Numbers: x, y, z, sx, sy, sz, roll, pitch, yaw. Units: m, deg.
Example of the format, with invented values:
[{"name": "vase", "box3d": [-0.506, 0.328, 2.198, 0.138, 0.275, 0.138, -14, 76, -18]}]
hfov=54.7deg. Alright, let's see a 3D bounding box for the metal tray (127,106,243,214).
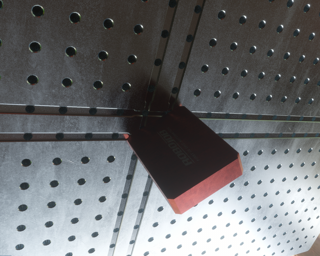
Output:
[{"name": "metal tray", "box3d": [0.025, 0.031, 0.377, 0.090, 0.130, 0.030, -31, 129, -9]}]
